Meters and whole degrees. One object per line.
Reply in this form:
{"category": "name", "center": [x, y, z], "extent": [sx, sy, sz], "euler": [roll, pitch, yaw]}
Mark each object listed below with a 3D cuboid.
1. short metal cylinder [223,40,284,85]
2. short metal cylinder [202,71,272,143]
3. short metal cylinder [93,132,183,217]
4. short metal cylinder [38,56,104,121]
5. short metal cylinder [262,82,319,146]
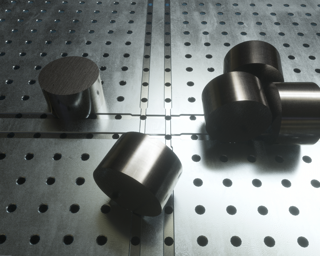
{"category": "short metal cylinder", "center": [0.130, -0.075, 0.437], "extent": [0.080, 0.080, 0.050], "euler": [7, 51, 5]}
{"category": "short metal cylinder", "center": [0.096, -0.025, 0.394], "extent": [0.081, 0.080, 0.050], "euler": [0, 50, -1]}
{"category": "short metal cylinder", "center": [-0.023, 0.050, 0.330], "extent": [0.080, 0.080, 0.050], "euler": [21, 53, 16]}
{"category": "short metal cylinder", "center": [-0.123, -0.057, 0.437], "extent": [0.081, 0.050, 0.080], "euler": [0, 50, 0]}
{"category": "short metal cylinder", "center": [0.162, -0.018, 0.389], "extent": [0.050, 0.080, 0.080], "euler": [0, 50, -1]}
